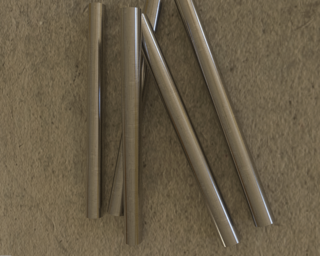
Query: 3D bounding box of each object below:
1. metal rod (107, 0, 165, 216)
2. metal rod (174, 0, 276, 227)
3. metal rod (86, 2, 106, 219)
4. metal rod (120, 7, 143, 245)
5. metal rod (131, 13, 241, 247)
[{"bbox_3d":[-0.033,-0.029,0.419,0.025,0.025,0.298,12,94,19],"label":"metal rod"},{"bbox_3d":[0.077,-0.029,0.381,0.025,0.025,0.299,-21,83,18],"label":"metal rod"},{"bbox_3d":[-0.091,-0.024,0.439,0.025,0.025,0.298,1,90,19],"label":"metal rod"},{"bbox_3d":[-0.035,0.007,0.391,0.025,0.025,0.298,5,102,19],"label":"metal rod"},{"bbox_3d":[0.030,0.001,0.383,0.025,0.025,0.299,-23,88,18],"label":"metal rod"}]
